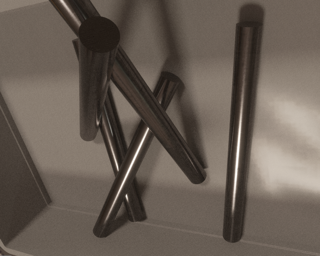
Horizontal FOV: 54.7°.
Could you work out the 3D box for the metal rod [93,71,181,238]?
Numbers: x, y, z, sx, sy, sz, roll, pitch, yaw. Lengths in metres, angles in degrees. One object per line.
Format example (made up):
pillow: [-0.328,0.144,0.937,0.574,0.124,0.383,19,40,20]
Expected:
metal rod: [-0.043,0.056,0.439,0.025,0.025,0.298,30,121,8]

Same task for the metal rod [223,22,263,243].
metal rod: [0.095,0.028,0.375,0.025,0.025,0.298,10,123,22]

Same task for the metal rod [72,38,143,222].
metal rod: [-0.069,0.018,0.454,0.025,0.025,0.298,2,120,27]

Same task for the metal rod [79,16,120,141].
metal rod: [-0.073,-0.025,0.331,0.025,0.025,0.299,43,161,-2]

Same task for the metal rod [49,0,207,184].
metal rod: [-0.012,-0.021,0.320,0.025,0.025,0.300,-3,143,29]
